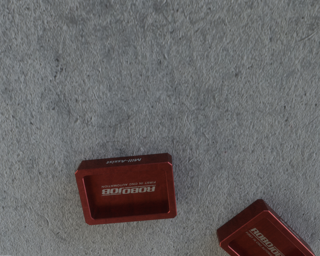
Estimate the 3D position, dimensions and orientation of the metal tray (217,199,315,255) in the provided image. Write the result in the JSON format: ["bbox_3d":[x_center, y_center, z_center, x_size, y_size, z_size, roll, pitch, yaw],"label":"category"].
[{"bbox_3d":[0.163,0.180,0.474,0.090,0.030,0.130,-42,105,14],"label":"metal tray"}]

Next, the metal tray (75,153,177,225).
[{"bbox_3d":[-0.045,0.087,0.438,0.131,0.030,0.089,-5,110,1],"label":"metal tray"}]
